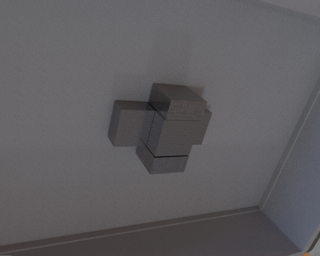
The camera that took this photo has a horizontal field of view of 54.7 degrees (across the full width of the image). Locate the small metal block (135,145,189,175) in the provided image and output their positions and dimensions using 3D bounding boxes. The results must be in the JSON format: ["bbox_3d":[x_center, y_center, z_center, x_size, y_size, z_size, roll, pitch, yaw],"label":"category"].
[{"bbox_3d":[0.002,0.035,0.411,0.050,0.050,0.025,0,118,-29],"label":"small metal block"}]

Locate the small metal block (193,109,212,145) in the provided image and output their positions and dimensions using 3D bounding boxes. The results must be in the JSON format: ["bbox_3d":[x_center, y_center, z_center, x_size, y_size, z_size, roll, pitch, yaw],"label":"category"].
[{"bbox_3d":[0.037,-0.004,0.424,0.050,0.025,0.050,0,118,-29],"label":"small metal block"}]

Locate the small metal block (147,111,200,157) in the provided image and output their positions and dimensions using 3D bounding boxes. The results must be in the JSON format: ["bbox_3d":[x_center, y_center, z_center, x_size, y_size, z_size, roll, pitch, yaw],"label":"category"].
[{"bbox_3d":[0.016,0.007,0.386,0.050,0.025,0.050,0,118,-29],"label":"small metal block"}]

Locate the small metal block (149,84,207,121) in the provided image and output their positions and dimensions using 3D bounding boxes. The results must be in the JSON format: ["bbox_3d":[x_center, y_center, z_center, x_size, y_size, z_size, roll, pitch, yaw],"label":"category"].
[{"bbox_3d":[0.021,-0.032,0.381,0.050,0.050,0.025,0,118,-29],"label":"small metal block"}]

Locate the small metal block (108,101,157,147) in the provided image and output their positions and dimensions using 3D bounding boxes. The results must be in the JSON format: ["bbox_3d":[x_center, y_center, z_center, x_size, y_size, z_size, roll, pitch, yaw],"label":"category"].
[{"bbox_3d":[-0.033,-0.005,0.385,0.050,0.025,0.050,1,118,-29],"label":"small metal block"}]
